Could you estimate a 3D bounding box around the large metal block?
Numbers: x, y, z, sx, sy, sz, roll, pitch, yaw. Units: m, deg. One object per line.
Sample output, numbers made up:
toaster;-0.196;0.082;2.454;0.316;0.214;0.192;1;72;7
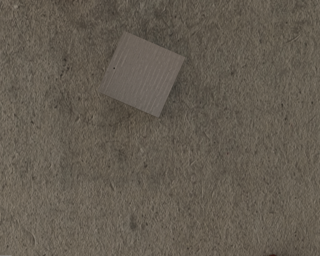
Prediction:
large metal block;-0.022;-0.065;0.397;0.080;0.050;0.080;24;90;0
